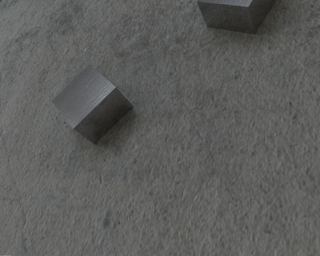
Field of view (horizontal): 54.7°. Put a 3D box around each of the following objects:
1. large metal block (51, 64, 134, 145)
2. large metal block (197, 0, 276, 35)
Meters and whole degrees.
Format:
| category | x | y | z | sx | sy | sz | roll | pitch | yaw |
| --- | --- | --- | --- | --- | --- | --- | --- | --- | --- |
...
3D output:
| category | x | y | z | sx | sy | sz | roll | pitch | yaw |
| --- | --- | --- | --- | --- | --- | --- | --- | --- | --- |
| large metal block | -0.101 | -0.036 | 0.461 | 0.080 | 0.050 | 0.080 | -45 | 51 | -4 |
| large metal block | 0.113 | -0.187 | 0.442 | 0.080 | 0.050 | 0.080 | 24 | 74 | 36 |
